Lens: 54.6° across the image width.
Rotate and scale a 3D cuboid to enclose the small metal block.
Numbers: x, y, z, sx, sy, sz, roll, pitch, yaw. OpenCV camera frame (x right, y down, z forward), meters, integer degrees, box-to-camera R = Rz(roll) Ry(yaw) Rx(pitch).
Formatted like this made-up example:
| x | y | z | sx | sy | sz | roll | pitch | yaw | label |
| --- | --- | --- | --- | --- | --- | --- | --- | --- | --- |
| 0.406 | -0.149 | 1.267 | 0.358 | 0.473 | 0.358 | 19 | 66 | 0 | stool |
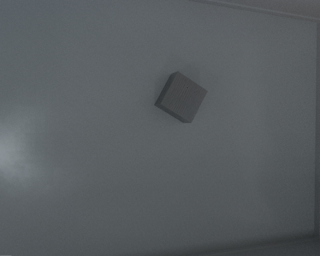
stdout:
| x | y | z | sx | sy | sz | roll | pitch | yaw | label |
| --- | --- | --- | --- | --- | --- | --- | --- | --- | --- |
| 0.028 | -0.041 | 0.421 | 0.050 | 0.025 | 0.050 | 31 | 80 | -18 | small metal block |
